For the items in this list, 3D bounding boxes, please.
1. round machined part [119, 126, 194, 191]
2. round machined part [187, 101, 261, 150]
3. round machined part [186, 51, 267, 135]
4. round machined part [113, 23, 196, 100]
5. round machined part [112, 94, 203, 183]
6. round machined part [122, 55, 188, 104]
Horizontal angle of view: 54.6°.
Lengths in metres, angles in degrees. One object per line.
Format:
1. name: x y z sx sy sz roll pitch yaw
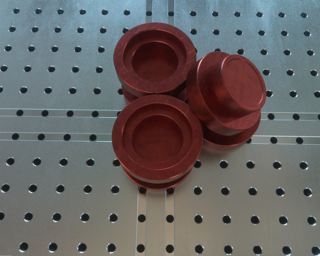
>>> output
1. round machined part: -0.003 0.029 0.393 0.099 0.042 0.098 0 70 0
2. round machined part: 0.085 -0.023 0.412 0.099 0.042 0.098 0 70 0
3. round machined part: 0.081 -0.044 0.352 0.099 0.042 0.098 12 66 -30
4. round machined part: -0.006 -0.078 0.386 0.099 0.042 0.098 0 70 0
5. round machined part: -0.003 0.014 0.352 0.099 0.042 0.098 0 70 0
6. round machined part: -0.004 -0.064 0.427 0.099 0.042 0.098 0 70 0
